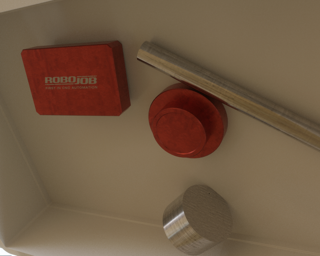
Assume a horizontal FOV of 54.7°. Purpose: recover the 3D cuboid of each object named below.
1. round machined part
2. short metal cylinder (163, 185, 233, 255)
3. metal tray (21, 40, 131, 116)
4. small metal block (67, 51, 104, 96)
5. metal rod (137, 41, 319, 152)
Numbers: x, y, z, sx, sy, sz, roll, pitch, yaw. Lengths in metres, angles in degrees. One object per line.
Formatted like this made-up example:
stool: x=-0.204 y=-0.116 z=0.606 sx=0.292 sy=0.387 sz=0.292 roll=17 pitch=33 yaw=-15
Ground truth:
round machined part: x=0.029 y=-0.003 z=0.379 sx=0.098 sy=0.042 sz=0.097 roll=13 pitch=124 yaw=20
short metal cylinder: x=0.051 y=0.125 z=0.422 sx=0.080 sy=0.080 sz=0.050 roll=40 pitch=129 yaw=0
metal tray: x=-0.109 y=-0.063 z=0.405 sx=0.130 sy=0.030 sz=0.089 roll=1 pitch=113 yaw=18
small metal block: x=-0.105 y=-0.069 z=0.419 sx=0.050 sy=0.025 sz=0.050 roll=-29 pitch=103 yaw=37
metal rod: x=0.110 y=-0.020 z=0.337 sx=0.301 sy=0.025 sz=0.025 roll=28 pitch=128 yaw=9
